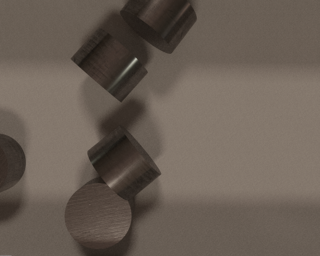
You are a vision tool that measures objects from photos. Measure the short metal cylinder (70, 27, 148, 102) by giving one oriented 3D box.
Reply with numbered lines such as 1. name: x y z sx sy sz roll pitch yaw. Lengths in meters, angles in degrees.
1. short metal cylinder: -0.062 -0.077 0.383 0.080 0.080 0.050 41 90 -1

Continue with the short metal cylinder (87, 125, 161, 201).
1. short metal cylinder: -0.043 0.042 0.383 0.050 0.080 0.080 -40 91 0

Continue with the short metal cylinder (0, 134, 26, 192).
1. short metal cylinder: -0.223 0.047 0.396 0.081 0.050 0.079 0 90 -1

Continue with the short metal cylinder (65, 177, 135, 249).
1. short metal cylinder: -0.075 0.106 0.398 0.081 0.050 0.079 0 90 -1

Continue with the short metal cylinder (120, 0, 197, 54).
1. short metal cylinder: -0.002 -0.138 0.384 0.080 0.080 0.050 37 90 -1
